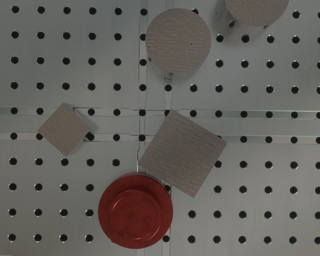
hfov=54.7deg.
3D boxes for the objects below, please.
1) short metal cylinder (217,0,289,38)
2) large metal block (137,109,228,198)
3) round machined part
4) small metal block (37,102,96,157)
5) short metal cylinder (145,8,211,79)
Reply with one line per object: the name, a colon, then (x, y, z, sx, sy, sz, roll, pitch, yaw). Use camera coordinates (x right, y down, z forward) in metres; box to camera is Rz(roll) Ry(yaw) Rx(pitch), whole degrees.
short metal cylinder: (0.118, -0.163, 0.402, 0.081, 0.050, 0.079, 0, 90, -1)
large metal block: (0.028, 0.031, 0.401, 0.080, 0.050, 0.080, 31, 90, -1)
round machined part: (-0.032, 0.110, 0.405, 0.099, 0.042, 0.097, 0, 90, -1)
small metal block: (-0.123, 0.002, 0.412, 0.050, 0.025, 0.050, 42, 90, -1)
short metal cylinder: (0.022, -0.106, 0.401, 0.081, 0.050, 0.079, 0, 90, -1)
